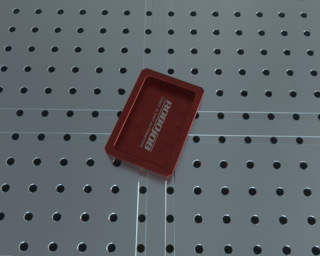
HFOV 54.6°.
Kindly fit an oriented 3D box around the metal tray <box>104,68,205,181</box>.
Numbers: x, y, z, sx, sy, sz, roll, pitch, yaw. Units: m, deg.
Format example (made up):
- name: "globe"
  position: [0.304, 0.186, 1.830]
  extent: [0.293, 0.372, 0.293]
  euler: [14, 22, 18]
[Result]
- name: "metal tray"
  position: [-0.005, -0.007, 0.411]
  extent: [0.090, 0.030, 0.130]
  euler: [21, 71, 7]
